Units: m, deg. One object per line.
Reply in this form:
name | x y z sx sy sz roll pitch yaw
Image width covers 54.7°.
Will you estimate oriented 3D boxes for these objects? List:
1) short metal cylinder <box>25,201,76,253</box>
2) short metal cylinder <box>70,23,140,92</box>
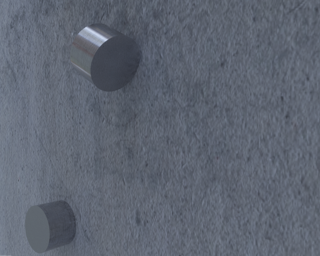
short metal cylinder | -0.193 0.172 0.544 0.080 0.050 0.079 0 90 39
short metal cylinder | -0.075 -0.097 0.429 0.050 0.081 0.079 37 112 33
